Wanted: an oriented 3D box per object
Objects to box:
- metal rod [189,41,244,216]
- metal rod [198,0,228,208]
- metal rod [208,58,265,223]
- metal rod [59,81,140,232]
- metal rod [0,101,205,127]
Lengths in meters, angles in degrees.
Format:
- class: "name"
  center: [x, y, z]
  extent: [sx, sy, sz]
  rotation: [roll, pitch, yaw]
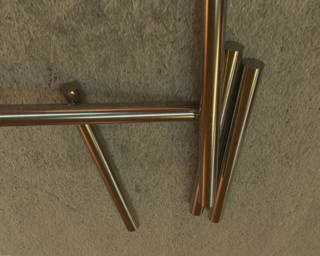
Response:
- class: "metal rod"
  center: [0.070, 0.025, 0.429]
  extent: [0.025, 0.025, 0.298]
  rotation: [2, 130, -2]
- class: "metal rod"
  center: [0.059, -0.015, 0.366]
  extent: [0.025, 0.025, 0.298]
  rotation: [-3, 125, 2]
- class: "metal rod"
  center: [0.100, 0.041, 0.442]
  extent: [0.025, 0.025, 0.298]
  rotation: [1, 130, -1]
- class: "metal rod"
  center: [-0.078, 0.063, 0.460]
  extent: [0.025, 0.025, 0.298]
  rotation: [-9, 130, 7]
- class: "metal rod"
  center: [-0.095, -0.016, 0.359]
  extent: [0.302, 0.025, 0.025]
  rotation: [-2, 131, -12]
